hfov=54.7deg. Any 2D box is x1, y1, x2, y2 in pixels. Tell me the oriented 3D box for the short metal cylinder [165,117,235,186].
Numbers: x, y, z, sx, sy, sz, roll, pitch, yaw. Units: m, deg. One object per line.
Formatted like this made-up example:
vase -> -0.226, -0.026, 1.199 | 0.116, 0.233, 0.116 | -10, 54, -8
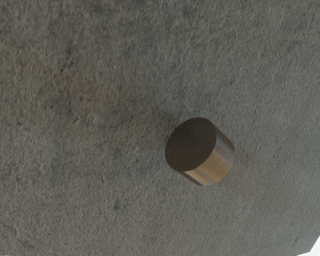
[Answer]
short metal cylinder -> 0.054, 0.032, 0.423 | 0.080, 0.080, 0.050 | -47, 129, 5
